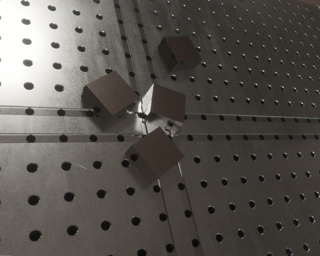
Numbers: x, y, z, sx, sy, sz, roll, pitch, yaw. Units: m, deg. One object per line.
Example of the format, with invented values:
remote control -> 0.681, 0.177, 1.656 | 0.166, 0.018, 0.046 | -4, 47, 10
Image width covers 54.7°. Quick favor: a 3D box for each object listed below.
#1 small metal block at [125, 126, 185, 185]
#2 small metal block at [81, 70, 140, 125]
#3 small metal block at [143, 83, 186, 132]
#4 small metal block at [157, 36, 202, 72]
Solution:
small metal block -> -0.006, 0.034, 0.386 | 0.050, 0.025, 0.050 | -34, 81, -38
small metal block -> -0.063, -0.040, 0.400 | 0.050, 0.025, 0.050 | 49, 51, 5
small metal block -> 0.007, -0.028, 0.431 | 0.050, 0.025, 0.050 | 18, 55, -18
small metal block -> 0.032, -0.121, 0.501 | 0.050, 0.025, 0.050 | -14, 69, -34
